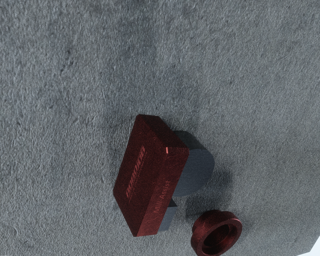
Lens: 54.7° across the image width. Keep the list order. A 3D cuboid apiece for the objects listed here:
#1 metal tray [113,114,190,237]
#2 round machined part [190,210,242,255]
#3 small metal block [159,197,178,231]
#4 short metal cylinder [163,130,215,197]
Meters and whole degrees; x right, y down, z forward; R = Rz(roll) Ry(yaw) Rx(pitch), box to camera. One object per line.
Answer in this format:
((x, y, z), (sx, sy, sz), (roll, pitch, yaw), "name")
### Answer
((-0.017, 0.059, 0.393), (0.030, 0.090, 0.129), (5, 116, -31), "metal tray")
((0.099, 0.190, 0.570), (0.099, 0.042, 0.097), (-14, 125, -21), "round machined part")
((-0.007, 0.137, 0.490), (0.050, 0.025, 0.050), (5, 116, -31), "small metal block")
((0.030, 0.050, 0.440), (0.081, 0.050, 0.079), (-14, 125, -21), "short metal cylinder")
